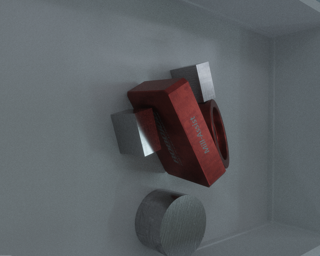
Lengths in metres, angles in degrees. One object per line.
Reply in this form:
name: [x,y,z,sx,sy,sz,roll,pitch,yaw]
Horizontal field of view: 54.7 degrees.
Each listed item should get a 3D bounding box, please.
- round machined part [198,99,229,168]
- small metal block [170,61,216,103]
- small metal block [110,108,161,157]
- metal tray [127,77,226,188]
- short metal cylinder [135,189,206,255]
round machined part: [0.064,0.011,0.433,0.098,0.042,0.097,-13,90,-70]
small metal block: [0.045,-0.062,0.431,0.025,0.050,0.050,-23,105,-38]
small metal block: [-0.029,0.004,0.368,0.025,0.050,0.050,-21,104,-38]
metal tray: [0.019,0.005,0.380,0.030,0.090,0.129,-37,113,-26]
short metal cylinder: [0.015,0.123,0.405,0.081,0.050,0.079,0,90,-40]
